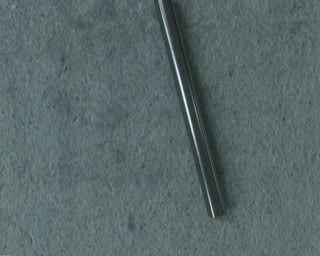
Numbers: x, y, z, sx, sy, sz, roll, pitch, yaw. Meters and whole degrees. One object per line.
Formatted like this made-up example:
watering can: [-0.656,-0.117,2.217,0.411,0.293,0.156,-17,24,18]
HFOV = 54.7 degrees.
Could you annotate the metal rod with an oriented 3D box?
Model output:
metal rod: [0.039,-0.031,0.410,0.025,0.025,0.298,-14,90,0]
